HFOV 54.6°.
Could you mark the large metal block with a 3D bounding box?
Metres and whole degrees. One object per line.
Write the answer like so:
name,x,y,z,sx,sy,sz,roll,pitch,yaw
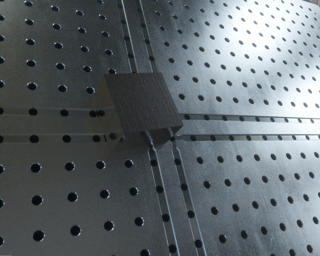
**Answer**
large metal block,-0.029,-0.022,0.389,0.081,0.050,0.080,-8,66,-32
